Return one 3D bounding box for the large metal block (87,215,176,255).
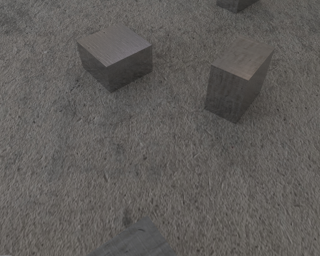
[{"bbox_3d":[-0.028,0.130,0.258,0.081,0.080,0.050,-29,56,-22],"label":"large metal block"}]

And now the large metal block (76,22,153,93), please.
[{"bbox_3d":[-0.068,-0.111,0.479,0.080,0.050,0.080,-33,57,-24],"label":"large metal block"}]

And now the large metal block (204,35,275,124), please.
[{"bbox_3d":[0.107,-0.066,0.424,0.050,0.080,0.080,29,56,22],"label":"large metal block"}]

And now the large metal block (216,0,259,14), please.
[{"bbox_3d":[0.161,-0.284,0.607,0.080,0.080,0.050,-37,59,-27],"label":"large metal block"}]
